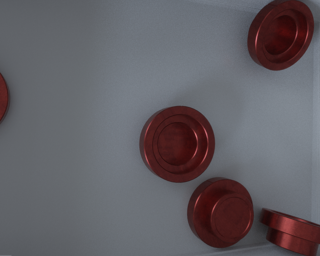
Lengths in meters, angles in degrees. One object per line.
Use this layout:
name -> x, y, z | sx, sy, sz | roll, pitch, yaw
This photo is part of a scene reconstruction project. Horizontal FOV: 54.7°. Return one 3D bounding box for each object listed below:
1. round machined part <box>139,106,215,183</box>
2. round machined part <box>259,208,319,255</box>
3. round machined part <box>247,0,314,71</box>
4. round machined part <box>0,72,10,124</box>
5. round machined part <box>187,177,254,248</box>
round machined part -> 0.020, 0.020, 0.410 | 0.099, 0.042, 0.097 | 0, 90, -21
round machined part -> 0.192, 0.151, 0.445 | 0.099, 0.098, 0.042 | 19, 84, -20
round machined part -> 0.170, -0.137, 0.452 | 0.099, 0.042, 0.097 | -10, 120, -17
round machined part -> -0.213, -0.034, 0.323 | 0.099, 0.042, 0.097 | 0, 90, -21
round machined part -> 0.092, 0.121, 0.437 | 0.099, 0.042, 0.097 | 0, 90, -21
